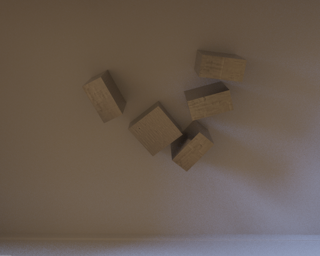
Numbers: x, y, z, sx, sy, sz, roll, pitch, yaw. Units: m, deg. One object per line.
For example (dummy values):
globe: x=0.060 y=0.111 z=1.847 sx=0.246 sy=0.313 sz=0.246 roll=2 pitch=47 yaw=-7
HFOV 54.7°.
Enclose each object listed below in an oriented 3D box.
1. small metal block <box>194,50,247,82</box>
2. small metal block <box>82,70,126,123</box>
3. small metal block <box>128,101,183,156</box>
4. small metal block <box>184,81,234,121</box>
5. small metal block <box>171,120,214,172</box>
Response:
small metal block: x=0.070 y=-0.076 z=0.371 sx=0.050 sy=0.050 sz=0.025 roll=6 pitch=110 yaw=-3
small metal block: x=-0.067 y=-0.040 z=0.382 sx=0.025 sy=0.050 sz=0.050 roll=-26 pitch=108 yaw=9
small metal block: x=-0.006 y=0.001 z=0.412 sx=0.050 sy=0.025 sz=0.050 roll=-37 pitch=106 yaw=12
small metal block: x=0.059 y=-0.035 z=0.386 sx=0.050 sy=0.050 sz=0.025 roll=-15 pitch=110 yaw=5
small metal block: x=0.041 y=0.022 z=0.407 sx=0.025 sy=0.050 sz=0.050 roll=39 pitch=105 yaw=-13
